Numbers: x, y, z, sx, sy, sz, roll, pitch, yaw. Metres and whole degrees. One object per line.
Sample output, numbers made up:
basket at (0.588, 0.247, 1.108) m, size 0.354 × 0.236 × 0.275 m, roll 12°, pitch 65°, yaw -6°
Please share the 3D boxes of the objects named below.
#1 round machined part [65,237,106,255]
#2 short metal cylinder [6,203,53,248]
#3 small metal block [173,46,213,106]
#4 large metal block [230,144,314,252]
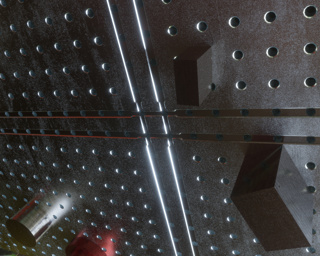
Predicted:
round machined part at (-0.162, 0.284, 0.659) m, size 0.098 × 0.042 × 0.097 m, roll 13°, pitch 124°, yaw 20°
short metal cylinder at (-0.282, 0.210, 0.670) m, size 0.080 × 0.050 × 0.079 m, roll 13°, pitch 124°, yaw 20°
small metal block at (0.038, -0.058, 0.339) m, size 0.025 × 0.050 × 0.050 m, roll 7°, pitch 122°, yaw 24°
large metal block at (0.132, 0.079, 0.355) m, size 0.050 × 0.080 × 0.080 m, roll -25°, pitch 105°, yaw 36°
